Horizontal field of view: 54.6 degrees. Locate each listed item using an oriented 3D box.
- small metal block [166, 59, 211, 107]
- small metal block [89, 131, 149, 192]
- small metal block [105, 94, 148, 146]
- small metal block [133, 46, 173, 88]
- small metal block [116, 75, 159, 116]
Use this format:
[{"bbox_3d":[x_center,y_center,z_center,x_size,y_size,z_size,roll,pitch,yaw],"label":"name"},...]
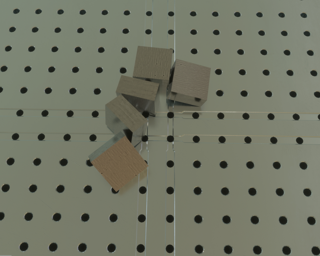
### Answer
[{"bbox_3d":[0.040,-0.062,0.429,0.050,0.025,0.050,13,70,-9],"label":"small metal block"},{"bbox_3d":[-0.051,0.041,0.382,0.050,0.025,0.050,-38,111,-8],"label":"small metal block"},{"bbox_3d":[-0.044,-0.007,0.399,0.025,0.050,0.050,-39,74,-25],"label":"small metal block"},{"bbox_3d":[-0.009,-0.087,0.444,0.050,0.025,0.050,6,70,2],"label":"small metal block"},{"bbox_3d":[-0.028,-0.042,0.414,0.050,0.050,0.025,13,71,5],"label":"small metal block"}]
